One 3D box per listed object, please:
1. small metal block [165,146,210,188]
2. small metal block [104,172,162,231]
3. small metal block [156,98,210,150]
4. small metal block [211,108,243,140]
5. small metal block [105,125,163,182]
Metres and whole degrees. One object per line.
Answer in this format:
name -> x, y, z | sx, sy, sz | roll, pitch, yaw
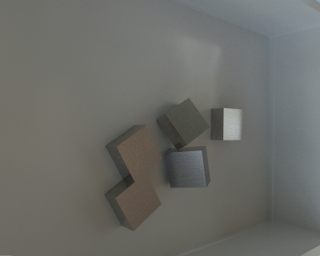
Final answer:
small metal block -> 0.038, 0.053, 0.421 | 0.025, 0.050, 0.050 | -27, 110, -67
small metal block -> -0.032, 0.088, 0.382 | 0.050, 0.025, 0.050 | -37, 113, -34
small metal block -> 0.032, -0.006, 0.424 | 0.050, 0.025, 0.050 | -35, 89, -35
small metal block -> 0.109, -0.006, 0.501 | 0.050, 0.025, 0.050 | 1, 89, -40
small metal block -> -0.031, 0.030, 0.382 | 0.050, 0.025, 0.050 | -37, 113, -34
